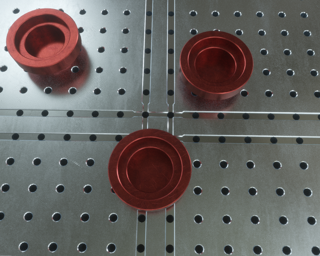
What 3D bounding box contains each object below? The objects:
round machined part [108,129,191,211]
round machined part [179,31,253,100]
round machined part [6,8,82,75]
[{"bbox_3d":[-0.012,0.053,0.383,0.099,0.042,0.098,0,70,0],"label":"round machined part"},{"bbox_3d":[0.076,-0.083,0.434,0.099,0.042,0.098,0,70,0],"label":"round machined part"},{"bbox_3d":[-0.162,-0.119,0.445,0.099,0.042,0.098,0,70,0],"label":"round machined part"}]
